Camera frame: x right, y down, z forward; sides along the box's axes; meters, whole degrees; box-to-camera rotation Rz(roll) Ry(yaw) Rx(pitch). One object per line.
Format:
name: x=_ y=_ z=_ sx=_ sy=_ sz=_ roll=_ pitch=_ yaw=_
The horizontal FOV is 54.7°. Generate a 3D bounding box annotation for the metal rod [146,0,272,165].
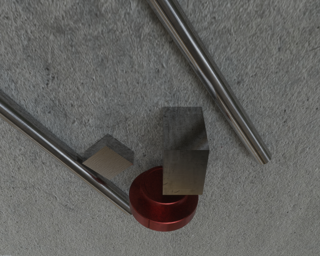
metal rod: x=0.065 y=-0.052 z=0.363 sx=0.025 sy=0.025 sz=0.300 roll=-27 pitch=126 yaw=21

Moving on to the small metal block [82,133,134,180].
small metal block: x=-0.073 y=0.042 z=0.442 sx=0.050 sy=0.025 sz=0.050 roll=-36 pitch=122 yaw=26

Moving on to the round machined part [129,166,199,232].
round machined part: x=0.006 y=0.092 z=0.438 sx=0.099 sy=0.098 sz=0.042 roll=3 pitch=130 yaw=-3

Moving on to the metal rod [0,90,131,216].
metal rod: x=-0.132 y=0.042 z=0.441 sx=0.025 sy=0.025 sz=0.300 roll=-27 pitch=126 yaw=21

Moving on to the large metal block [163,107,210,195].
large metal block: x=0.029 y=0.028 z=0.396 sx=0.050 sy=0.080 sz=0.079 roll=0 pitch=130 yaw=-1
